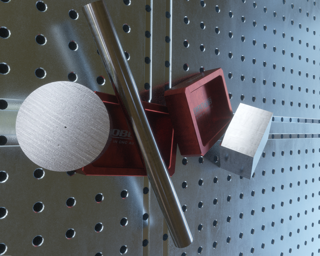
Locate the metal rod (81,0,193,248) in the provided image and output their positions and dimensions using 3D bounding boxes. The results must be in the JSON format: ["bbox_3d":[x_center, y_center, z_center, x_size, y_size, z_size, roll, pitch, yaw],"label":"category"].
[{"bbox_3d":[-0.019,0.010,0.354,0.025,0.025,0.298,-32,110,-36],"label":"metal rod"}]

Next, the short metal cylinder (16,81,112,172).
[{"bbox_3d":[-0.087,0.000,0.296,0.081,0.050,0.080,0,86,-5],"label":"short metal cylinder"}]

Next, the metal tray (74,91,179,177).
[{"bbox_3d":[-0.036,0.012,0.375,0.131,0.030,0.089,9,85,-40],"label":"metal tray"}]

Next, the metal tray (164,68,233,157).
[{"bbox_3d":[0.061,-0.026,0.432,0.131,0.030,0.089,-35,113,-52],"label":"metal tray"}]

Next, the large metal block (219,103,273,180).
[{"bbox_3d":[0.133,0.022,0.481,0.080,0.050,0.080,-59,154,-23],"label":"large metal block"}]
